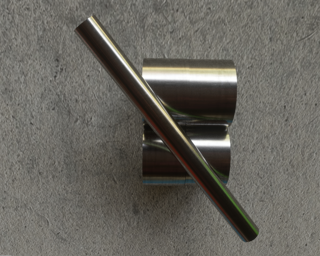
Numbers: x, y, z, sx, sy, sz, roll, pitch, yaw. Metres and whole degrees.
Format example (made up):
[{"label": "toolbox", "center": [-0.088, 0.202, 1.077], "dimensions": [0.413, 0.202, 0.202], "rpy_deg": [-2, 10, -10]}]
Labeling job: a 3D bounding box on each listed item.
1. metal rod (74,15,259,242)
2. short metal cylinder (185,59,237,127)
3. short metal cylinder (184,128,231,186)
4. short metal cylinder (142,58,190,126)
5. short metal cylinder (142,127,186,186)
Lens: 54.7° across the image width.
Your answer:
[{"label": "metal rod", "center": [0.019, 0.015, 0.331], "dimensions": [0.025, 0.025, 0.300], "rpy_deg": [-35, 107, 12]}, {"label": "short metal cylinder", "center": [0.056, -0.041, 0.367], "dimensions": [0.050, 0.080, 0.079], "rpy_deg": [1, 110, 0]}, {"label": "short metal cylinder", "center": [0.056, 0.033, 0.395], "dimensions": [0.050, 0.080, 0.079], "rpy_deg": [1, 110, 0]}, {"label": "short metal cylinder", "center": [0.006, -0.042, 0.366], "dimensions": [0.050, 0.080, 0.079], "rpy_deg": [1, 110, 0]}, {"label": "short metal cylinder", "center": [0.005, 0.034, 0.394], "dimensions": [0.050, 0.080, 0.079], "rpy_deg": [1, 110, 0]}]
